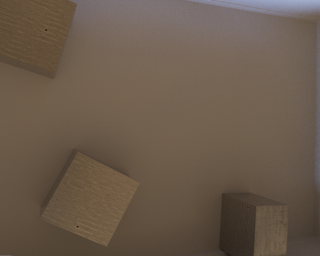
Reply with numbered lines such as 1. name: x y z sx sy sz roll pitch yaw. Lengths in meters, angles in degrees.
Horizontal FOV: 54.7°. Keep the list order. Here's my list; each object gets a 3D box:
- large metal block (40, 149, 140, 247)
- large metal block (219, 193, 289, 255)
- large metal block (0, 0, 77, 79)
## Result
1. large metal block: -0.083 0.080 0.367 0.080 0.050 0.080 30 80 -18
2. large metal block: 0.127 0.138 0.428 0.050 0.080 0.080 4 89 -20
3. large metal block: -0.146 -0.108 0.343 0.081 0.050 0.080 17 84 -19
